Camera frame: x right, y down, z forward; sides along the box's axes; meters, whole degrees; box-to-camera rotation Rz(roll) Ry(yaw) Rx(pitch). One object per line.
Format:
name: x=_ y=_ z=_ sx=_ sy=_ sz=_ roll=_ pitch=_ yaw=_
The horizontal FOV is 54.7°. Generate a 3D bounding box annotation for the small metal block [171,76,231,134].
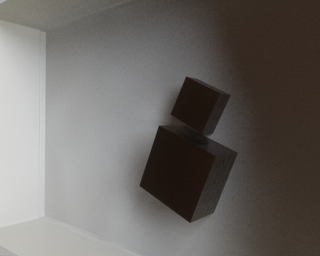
small metal block: x=0.047 y=-0.027 z=0.367 sx=0.050 sy=0.025 sz=0.050 roll=34 pitch=111 yaw=34

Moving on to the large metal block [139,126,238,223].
large metal block: x=0.032 y=0.049 z=0.363 sx=0.080 sy=0.050 sz=0.079 roll=29 pitch=108 yaw=36
